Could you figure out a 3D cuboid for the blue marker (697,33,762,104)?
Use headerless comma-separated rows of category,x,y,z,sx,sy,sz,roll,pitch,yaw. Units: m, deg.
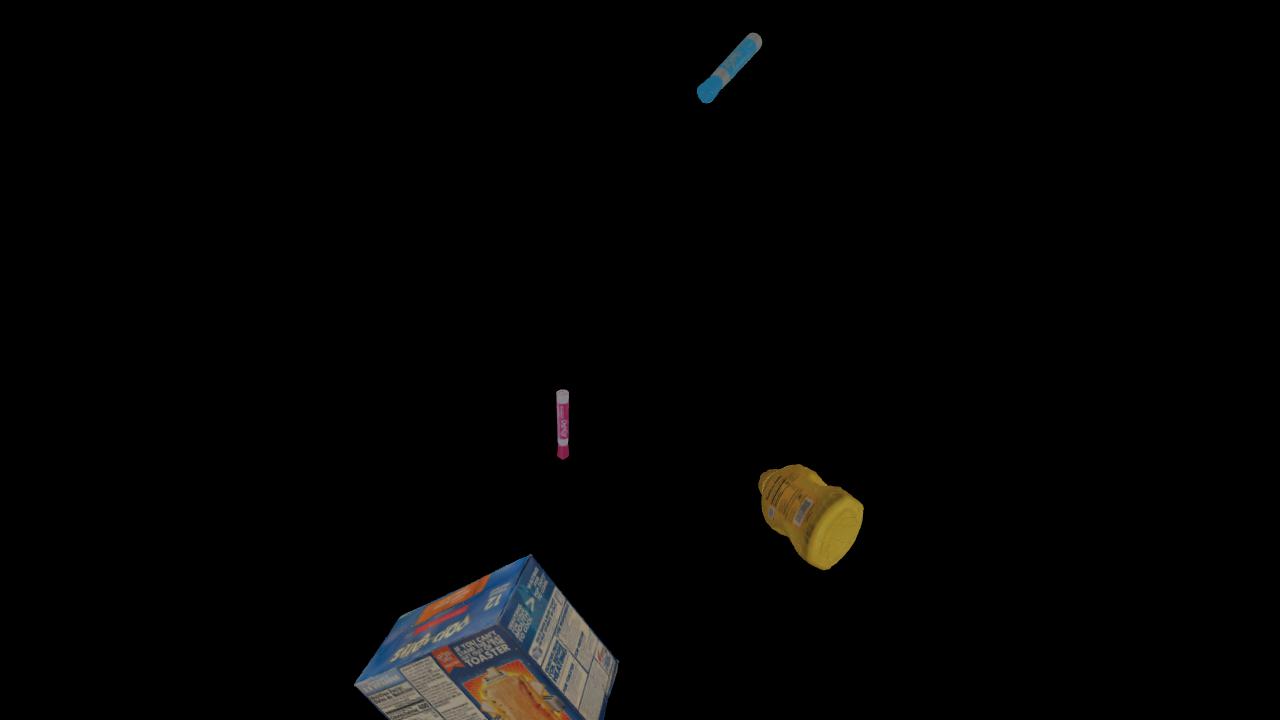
blue marker,0.089,-0.289,0.608,0.020,0.121,0.020,25,-33,17

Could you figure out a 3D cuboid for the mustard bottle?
mustard bottle,0.195,0.177,0.762,0.054,0.092,0.184,24,3,-17

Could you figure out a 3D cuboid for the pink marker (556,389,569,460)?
pink marker,-0.118,0.101,0.943,0.020,0.121,0.020,2,27,-1

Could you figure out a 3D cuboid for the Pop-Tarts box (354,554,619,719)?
Pop-Tarts box,-0.130,0.276,0.543,0.167,0.141,0.083,-30,15,19
